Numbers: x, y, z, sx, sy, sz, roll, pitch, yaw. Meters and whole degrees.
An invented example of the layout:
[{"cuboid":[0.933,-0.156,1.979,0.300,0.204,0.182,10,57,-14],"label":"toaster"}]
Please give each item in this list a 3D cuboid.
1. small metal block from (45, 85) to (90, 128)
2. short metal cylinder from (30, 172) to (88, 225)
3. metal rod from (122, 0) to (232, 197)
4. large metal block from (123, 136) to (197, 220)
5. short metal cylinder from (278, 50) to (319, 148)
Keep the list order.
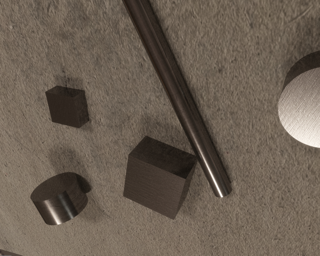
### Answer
[{"cuboid":[-0.136,-0.032,0.457,0.050,0.025,0.050,12,124,21],"label":"small metal block"},{"cuboid":[-0.172,0.120,0.534,0.080,0.080,0.050,-6,116,30],"label":"short metal cylinder"},{"cuboid":[0.020,-0.043,0.368,0.025,0.025,0.299,-15,111,34],"label":"metal rod"},{"cuboid":[0.000,0.069,0.432,0.080,0.050,0.079,22,127,15],"label":"large metal block"},{"cuboid":[0.157,-0.028,0.291,0.080,0.050,0.079,13,124,20],"label":"short metal cylinder"}]
